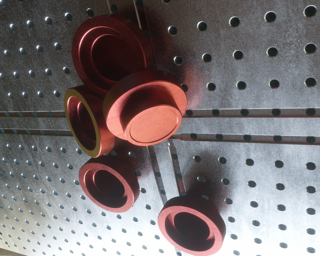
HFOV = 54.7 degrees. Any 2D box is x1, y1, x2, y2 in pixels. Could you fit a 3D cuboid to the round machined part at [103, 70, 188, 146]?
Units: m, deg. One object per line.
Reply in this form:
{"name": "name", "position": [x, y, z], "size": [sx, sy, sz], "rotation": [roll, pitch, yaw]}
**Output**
{"name": "round machined part", "position": [-0.013, -0.016, 0.359], "size": [0.097, 0.099, 0.042], "rotation": [-61, 40, 38]}

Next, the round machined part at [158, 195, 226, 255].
{"name": "round machined part", "position": [0.050, 0.138, 0.459], "size": [0.098, 0.042, 0.097], "rotation": [13, 124, 20]}

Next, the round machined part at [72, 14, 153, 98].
{"name": "round machined part", "position": [-0.052, -0.086, 0.371], "size": [0.098, 0.042, 0.097], "rotation": [11, 120, 20]}

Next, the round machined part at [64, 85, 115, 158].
{"name": "round machined part", "position": [-0.088, -0.012, 0.421], "size": [0.098, 0.042, 0.097], "rotation": [31, 132, 41]}

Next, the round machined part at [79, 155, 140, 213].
{"name": "round machined part", "position": [-0.075, 0.083, 0.489], "size": [0.098, 0.042, 0.097], "rotation": [13, 124, 20]}
